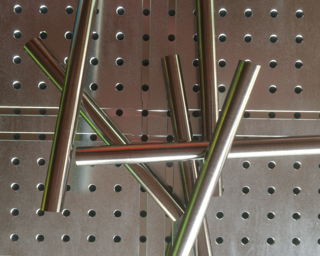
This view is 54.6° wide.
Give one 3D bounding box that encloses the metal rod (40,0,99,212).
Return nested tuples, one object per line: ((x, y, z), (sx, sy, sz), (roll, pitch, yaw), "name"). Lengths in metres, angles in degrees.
((-0.108, -0.050, 0.387), (0.025, 0.025, 0.299), (7, 80, 0), "metal rod")

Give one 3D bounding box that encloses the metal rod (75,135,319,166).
((0.049, 0.028, 0.387), (0.302, 0.025, 0.025), (-3, 90, 0), "metal rod")

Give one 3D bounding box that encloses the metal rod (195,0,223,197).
((0.065, -0.060, 0.413), (0.025, 0.025, 0.298), (-3, 90, 0), "metal rod")

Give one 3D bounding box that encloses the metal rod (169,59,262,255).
((0.055, 0.067, 0.372), (0.025, 0.025, 0.298), (17, 107, 0), "metal rod")

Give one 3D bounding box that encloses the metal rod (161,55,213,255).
((0.038, 0.053, 0.413), (0.025, 0.025, 0.298), (-10, 90, 0), "metal rod")

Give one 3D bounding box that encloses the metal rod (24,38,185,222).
((-0.072, 0.002, 0.412), (0.025, 0.025, 0.300), (-41, 90, 0), "metal rod")
